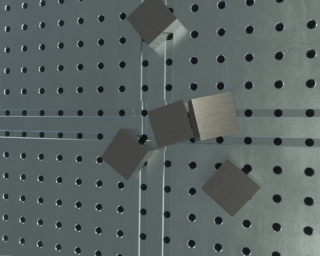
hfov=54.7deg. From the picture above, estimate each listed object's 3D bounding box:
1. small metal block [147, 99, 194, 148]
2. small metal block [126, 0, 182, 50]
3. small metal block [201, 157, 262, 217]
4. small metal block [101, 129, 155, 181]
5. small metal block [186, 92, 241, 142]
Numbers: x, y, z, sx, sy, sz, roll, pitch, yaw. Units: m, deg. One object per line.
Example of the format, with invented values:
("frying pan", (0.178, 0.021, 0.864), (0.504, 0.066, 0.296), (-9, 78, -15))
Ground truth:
("small metal block", (0.017, -0.005, 0.406), (0.050, 0.025, 0.050), (-18, 84, 18))
("small metal block", (-0.008, -0.143, 0.414), (0.050, 0.025, 0.050), (-40, 78, 15))
("small metal block", (0.088, 0.071, 0.381), (0.050, 0.025, 0.050), (42, 103, 14))
("small metal block", (-0.044, 0.036, 0.427), (0.050, 0.025, 0.050), (38, 102, 15))
("small metal block", (0.064, -0.013, 0.378), (0.050, 0.025, 0.050), (-12, 86, -11))
